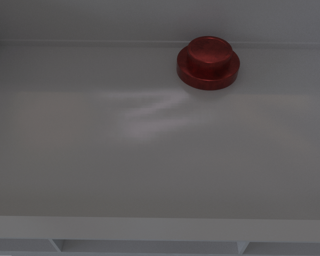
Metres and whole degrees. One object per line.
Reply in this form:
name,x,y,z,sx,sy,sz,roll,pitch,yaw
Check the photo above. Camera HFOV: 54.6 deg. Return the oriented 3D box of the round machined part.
round machined part,0.076,-0.107,0.485,0.099,0.042,0.098,0,50,0
